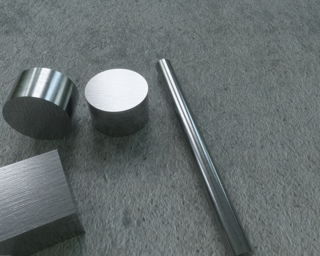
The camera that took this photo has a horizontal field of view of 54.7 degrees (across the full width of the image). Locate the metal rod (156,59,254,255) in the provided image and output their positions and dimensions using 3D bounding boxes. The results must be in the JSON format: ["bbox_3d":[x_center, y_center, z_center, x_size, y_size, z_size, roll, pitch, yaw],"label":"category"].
[{"bbox_3d":[0.042,0.013,0.392,0.025,0.025,0.300,-11,51,-9],"label":"metal rod"}]

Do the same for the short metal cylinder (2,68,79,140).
[{"bbox_3d":[-0.147,-0.029,0.391,0.080,0.080,0.050,1,50,0],"label":"short metal cylinder"}]

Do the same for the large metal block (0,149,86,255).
[{"bbox_3d":[-0.132,0.079,0.320,0.081,0.050,0.080,-19,53,-15],"label":"large metal block"}]

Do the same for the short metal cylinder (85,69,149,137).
[{"bbox_3d":[-0.056,-0.034,0.415,0.081,0.050,0.080,0,50,0],"label":"short metal cylinder"}]
